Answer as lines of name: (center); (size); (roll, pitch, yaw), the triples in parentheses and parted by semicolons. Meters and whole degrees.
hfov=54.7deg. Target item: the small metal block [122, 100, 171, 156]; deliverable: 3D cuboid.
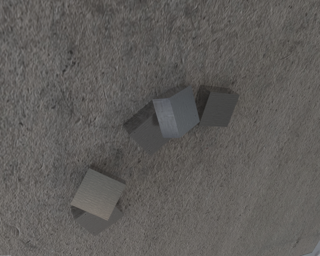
small metal block: (-0.011, 0.000, 0.401); (0.050, 0.025, 0.050); (-41, 130, 0)

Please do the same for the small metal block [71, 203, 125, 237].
small metal block: (-0.086, 0.116, 0.432); (0.050, 0.025, 0.050); (-35, 129, -5)

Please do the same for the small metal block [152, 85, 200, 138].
small metal block: (0.021, -0.021, 0.382); (0.050, 0.025, 0.050); (-36, 116, -47)

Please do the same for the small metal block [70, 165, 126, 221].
small metal block: (-0.078, 0.081, 0.394); (0.050, 0.025, 0.050); (27, 89, -9)

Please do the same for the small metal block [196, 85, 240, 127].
small metal block: (0.075, -0.030, 0.429); (0.050, 0.025, 0.050); (2, 118, -29)
